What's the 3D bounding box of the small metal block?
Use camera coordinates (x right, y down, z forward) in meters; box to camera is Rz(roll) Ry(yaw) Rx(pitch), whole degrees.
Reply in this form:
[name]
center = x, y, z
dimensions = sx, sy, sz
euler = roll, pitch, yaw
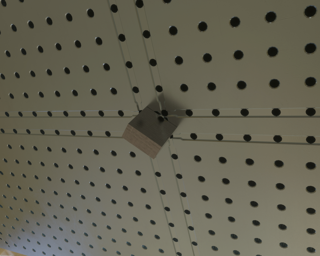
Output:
[small metal block]
center = -0.013, 0.005, 0.403
dimensions = 0.050, 0.050, 0.025
euler = 35, 129, 5
